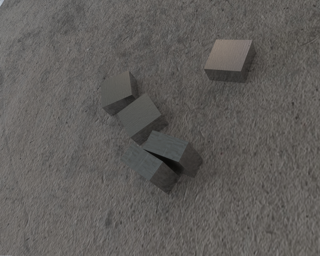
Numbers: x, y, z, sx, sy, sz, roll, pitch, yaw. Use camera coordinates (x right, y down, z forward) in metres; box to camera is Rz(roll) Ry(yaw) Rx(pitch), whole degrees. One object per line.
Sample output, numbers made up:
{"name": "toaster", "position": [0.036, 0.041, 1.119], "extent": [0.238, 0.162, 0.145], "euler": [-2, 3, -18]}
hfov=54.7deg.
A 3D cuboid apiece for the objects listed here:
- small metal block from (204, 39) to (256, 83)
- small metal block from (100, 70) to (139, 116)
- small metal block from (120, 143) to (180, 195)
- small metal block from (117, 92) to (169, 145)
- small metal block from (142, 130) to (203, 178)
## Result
{"name": "small metal block", "position": [0.093, -0.089, 0.410], "extent": [0.050, 0.025, 0.050], "euler": [11, 67, 33]}
{"name": "small metal block", "position": [-0.061, -0.052, 0.468], "extent": [0.050, 0.025, 0.050], "euler": [-21, 54, 15]}
{"name": "small metal block", "position": [-0.011, 0.048, 0.364], "extent": [0.050, 0.050, 0.025], "euler": [28, 78, 37]}
{"name": "small metal block", "position": [-0.024, -0.013, 0.424], "extent": [0.050, 0.025, 0.050], "euler": [-36, 51, 4]}
{"name": "small metal block", "position": [0.016, 0.031, 0.361], "extent": [0.050, 0.050, 0.025], "euler": [17, 71, 34]}
